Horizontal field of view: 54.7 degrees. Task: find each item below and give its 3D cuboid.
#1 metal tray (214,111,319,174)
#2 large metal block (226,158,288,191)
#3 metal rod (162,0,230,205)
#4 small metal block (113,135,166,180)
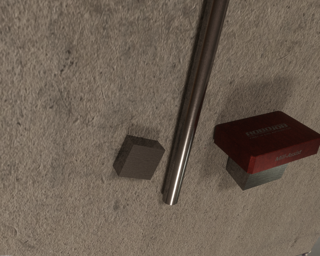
[{"bbox_3d":[0.160,0.017,0.464,0.131,0.090,0.030,-12,124,-22],"label":"metal tray"},{"bbox_3d":[0.163,0.048,0.504,0.081,0.050,0.079,-12,133,-23],"label":"large metal block"},{"bbox_3d":[0.041,-0.018,0.420,0.025,0.025,0.298,-4,120,-27],"label":"metal rod"},{"bbox_3d":[-0.028,0.041,0.418,0.050,0.025,0.050,13,111,-34],"label":"small metal block"}]
